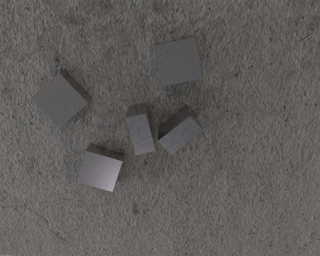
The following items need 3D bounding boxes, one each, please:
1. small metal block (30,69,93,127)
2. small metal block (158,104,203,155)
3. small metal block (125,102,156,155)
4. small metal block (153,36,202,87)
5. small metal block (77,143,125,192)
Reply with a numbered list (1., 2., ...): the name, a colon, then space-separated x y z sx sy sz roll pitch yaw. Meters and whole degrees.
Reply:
1. small metal block: -0.124 -0.038 0.395 0.050 0.025 0.050 -38 106 12
2. small metal block: 0.025 0.001 0.397 0.050 0.050 0.025 -39 106 13
3. small metal block: -0.023 -0.001 0.396 0.025 0.050 0.050 -12 110 4
4. small metal block: 0.021 -0.082 0.380 0.050 0.025 0.050 -11 110 4
5. small metal block: -0.082 0.055 0.429 0.050 0.025 0.050 17 109 -7
